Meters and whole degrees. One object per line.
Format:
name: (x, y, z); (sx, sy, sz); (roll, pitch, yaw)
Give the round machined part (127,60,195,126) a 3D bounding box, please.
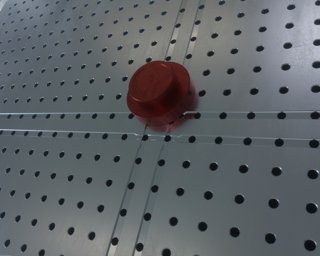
round machined part: (-0.005, -0.055, 0.435); (0.098, 0.042, 0.098); (-13, 56, 21)
